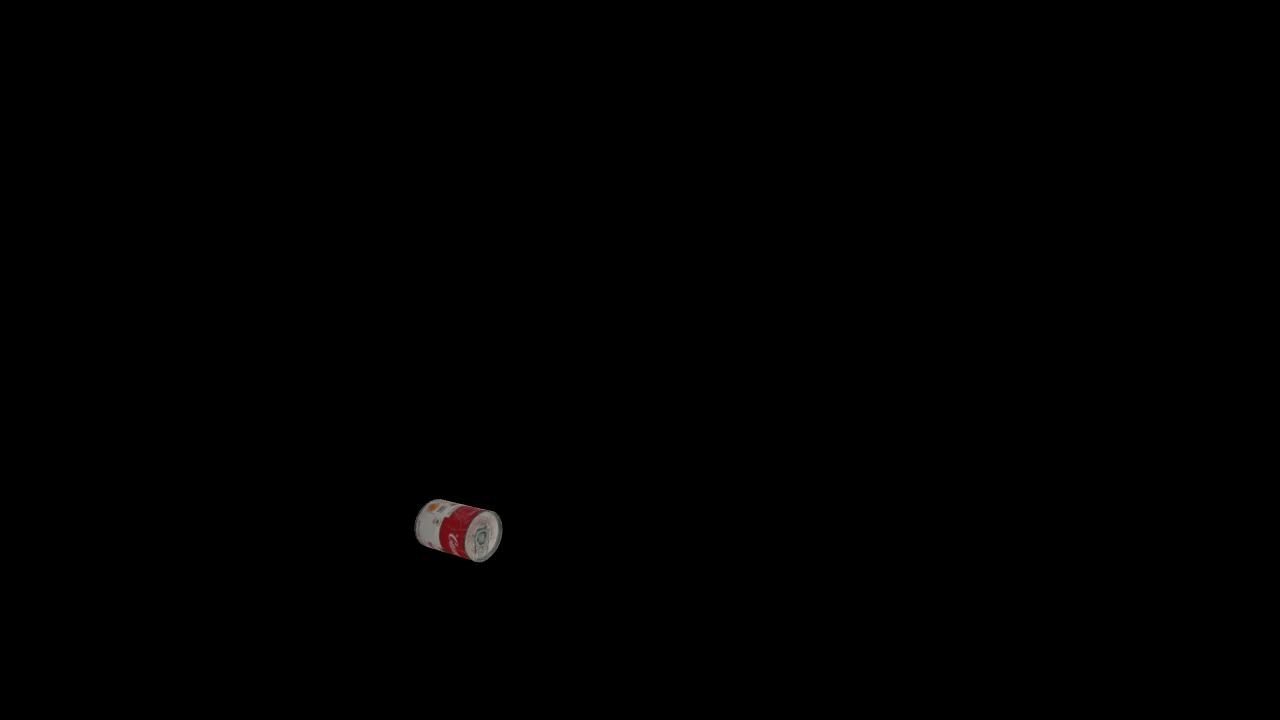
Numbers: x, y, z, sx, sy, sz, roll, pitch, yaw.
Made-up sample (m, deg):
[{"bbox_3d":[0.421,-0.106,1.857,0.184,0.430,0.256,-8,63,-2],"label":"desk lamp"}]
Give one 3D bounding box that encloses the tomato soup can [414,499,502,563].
[{"bbox_3d":[-0.247,0.228,0.832,0.101,0.068,0.068,4,2,31],"label":"tomato soup can"}]
